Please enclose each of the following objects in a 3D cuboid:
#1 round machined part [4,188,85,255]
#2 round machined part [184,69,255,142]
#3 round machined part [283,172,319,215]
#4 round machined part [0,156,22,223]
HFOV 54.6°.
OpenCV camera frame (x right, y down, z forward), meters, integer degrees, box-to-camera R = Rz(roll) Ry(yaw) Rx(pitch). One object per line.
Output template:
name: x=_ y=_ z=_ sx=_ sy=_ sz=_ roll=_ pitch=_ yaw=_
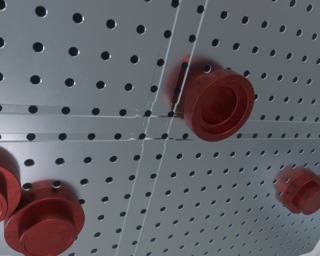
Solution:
round machined part: x=-0.146 y=0.129 z=0.400 sx=0.099 sy=0.042 sz=0.097 roll=-14 pitch=124 yaw=-21
round machined part: x=0.075 y=-0.033 z=0.420 sx=0.099 sy=0.042 sz=0.097 roll=-14 pitch=124 yaw=-21
round machined part: x=0.316 y=0.146 z=0.662 sx=0.099 sy=0.042 sz=0.097 roll=-14 pitch=124 yaw=-21
round machined part: x=-0.204 y=0.077 z=0.336 sx=0.099 sy=0.042 sz=0.097 roll=-14 pitch=124 yaw=-21
